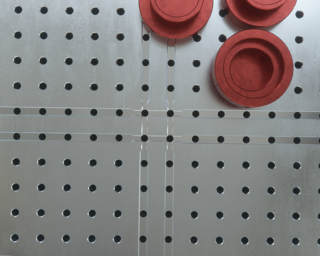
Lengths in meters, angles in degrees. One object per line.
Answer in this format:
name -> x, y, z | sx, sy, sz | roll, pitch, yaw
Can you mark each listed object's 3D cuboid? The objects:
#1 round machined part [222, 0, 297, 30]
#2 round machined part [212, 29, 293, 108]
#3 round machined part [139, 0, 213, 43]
round machined part -> 0.133, -0.181, 0.406 | 0.099, 0.042, 0.097 | 0, 90, 0
round machined part -> 0.117, -0.075, 0.406 | 0.099, 0.042, 0.097 | 0, 90, 0
round machined part -> 0.021, -0.166, 0.405 | 0.099, 0.042, 0.097 | 0, 90, 0
